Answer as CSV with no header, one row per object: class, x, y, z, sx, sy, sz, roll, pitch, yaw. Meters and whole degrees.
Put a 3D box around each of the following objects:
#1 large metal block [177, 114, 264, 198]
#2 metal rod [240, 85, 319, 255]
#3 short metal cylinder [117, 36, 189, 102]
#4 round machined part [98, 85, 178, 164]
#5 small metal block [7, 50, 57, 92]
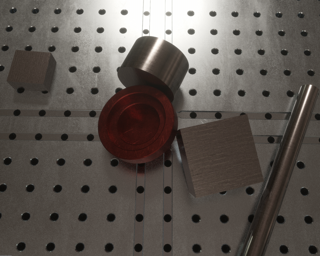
large metal block,0.069,0.033,0.377,0.081,0.050,0.080,-13,86,-5
metal rod,0.145,0.073,0.386,0.025,0.025,0.300,24,72,8
short metal cylinder,-0.009,-0.074,0.409,0.080,0.080,0.050,23,71,8
round machined part,-0.025,-0.002,0.395,0.098,0.042,0.098,-5,69,14
small metal block,-0.181,-0.081,0.439,0.050,0.025,0.050,5,70,1
